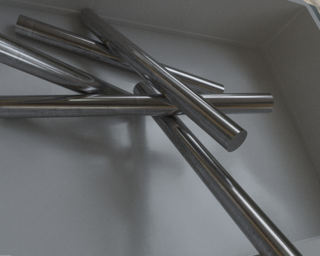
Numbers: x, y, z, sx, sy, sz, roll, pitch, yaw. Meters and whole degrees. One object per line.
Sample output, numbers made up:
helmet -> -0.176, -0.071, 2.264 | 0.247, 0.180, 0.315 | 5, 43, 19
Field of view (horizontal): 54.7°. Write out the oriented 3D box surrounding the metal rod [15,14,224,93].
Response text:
metal rod -> -0.042, -0.094, 0.441 | 0.302, 0.025, 0.025 | 15, 56, -20

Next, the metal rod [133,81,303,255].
metal rod -> 0.041, 0.031, 0.324 | 0.025, 0.025, 0.300 | -3, 36, -30

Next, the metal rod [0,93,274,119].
metal rod -> -0.020, -0.026, 0.350 | 0.302, 0.025, 0.025 | -1, 61, -8

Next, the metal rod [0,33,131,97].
metal rod -> -0.128, -0.066, 0.296 | 0.301, 0.025, 0.025 | 21, 49, -49

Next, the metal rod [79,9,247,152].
metal rod -> -0.018, -0.074, 0.365 | 0.025, 0.025, 0.300 | -17, 46, -35
